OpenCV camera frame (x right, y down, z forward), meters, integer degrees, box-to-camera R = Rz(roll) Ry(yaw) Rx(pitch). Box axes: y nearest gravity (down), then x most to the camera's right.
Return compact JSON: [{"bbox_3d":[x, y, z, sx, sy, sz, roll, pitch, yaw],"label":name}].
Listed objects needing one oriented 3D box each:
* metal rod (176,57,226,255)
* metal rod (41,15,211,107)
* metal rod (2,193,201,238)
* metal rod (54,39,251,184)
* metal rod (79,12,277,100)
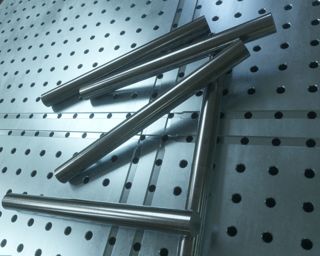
[{"bbox_3d":[0.054,0.018,0.367,0.025,0.025,0.300,-1,61,27],"label":"metal rod"},{"bbox_3d":[-0.063,-0.103,0.502,0.301,0.025,0.025,-22,54,14],"label":"metal rod"},{"bbox_3d":[-0.094,0.100,0.376,0.300,0.025,0.025,-4,60,32],"label":"metal rod"},{"bbox_3d":[-0.019,-0.015,0.405,0.300,0.025,0.025,-34,51,13],"label":"metal rod"},{"bbox_3d":[0.006,-0.091,0.437,0.300,0.025,0.025,-15,56,27],"label":"metal rod"}]
